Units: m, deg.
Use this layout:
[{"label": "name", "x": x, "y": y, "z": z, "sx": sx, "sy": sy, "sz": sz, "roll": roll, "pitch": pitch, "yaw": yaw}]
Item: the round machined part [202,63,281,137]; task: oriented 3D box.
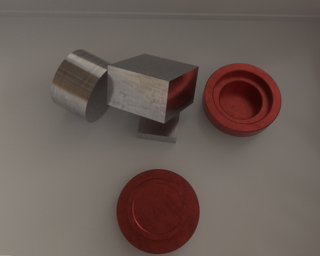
[{"label": "round machined part", "x": 0.105, "y": -0.034, "z": 0.414, "sx": 0.099, "sy": 0.042, "sz": 0.098, "roll": 0, "pitch": 70, "yaw": -1}]

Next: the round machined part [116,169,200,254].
[{"label": "round machined part", "x": -0.002, "y": 0.096, "z": 0.365, "sx": 0.099, "sy": 0.042, "sz": 0.098, "roll": 0, "pitch": 70, "yaw": -1}]

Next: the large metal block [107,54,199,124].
[{"label": "large metal block", "x": -0.008, "y": -0.053, "z": 0.385, "sx": 0.080, "sy": 0.050, "sz": 0.080, "roll": 19, "pitch": 30, "yaw": 23}]

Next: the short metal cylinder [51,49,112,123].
[{"label": "short metal cylinder", "x": -0.093, "y": -0.054, "z": 0.399, "sx": 0.050, "sy": 0.080, "sz": 0.080, "roll": 28, "pitch": 72, "yaw": 9}]

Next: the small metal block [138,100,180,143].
[{"label": "small metal block", "x": 0.000, "y": -0.010, "z": 0.413, "sx": 0.050, "sy": 0.025, "sz": 0.050, "roll": 7, "pitch": 70, "yaw": 2}]
